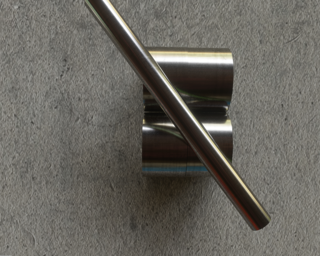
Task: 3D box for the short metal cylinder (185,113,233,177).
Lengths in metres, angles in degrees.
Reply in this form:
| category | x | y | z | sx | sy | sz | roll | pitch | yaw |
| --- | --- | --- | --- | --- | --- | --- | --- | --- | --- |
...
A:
| category | x | y | z | sx | sy | sz | roll | pitch | yaw |
| --- | --- | --- | --- | --- | --- | --- | --- | --- | --- |
| short metal cylinder | 0.056 | 0.021 | 0.384 | 0.050 | 0.080 | 0.079 | 1 | 90 | 0 |

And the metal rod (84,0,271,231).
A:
| category | x | y | z | sx | sy | sz | roll | pitch | yaw |
| --- | --- | --- | --- | --- | --- | --- | --- | --- | --- |
| metal rod | 0.019 | -0.018 | 0.331 | 0.025 | 0.025 | 0.299 | -37 | 90 | 0 |

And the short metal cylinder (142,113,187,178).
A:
| category | x | y | z | sx | sy | sz | roll | pitch | yaw |
| --- | --- | --- | --- | --- | --- | --- | --- | --- | --- |
| short metal cylinder | 0.005 | 0.021 | 0.384 | 0.050 | 0.080 | 0.079 | 1 | 90 | 0 |

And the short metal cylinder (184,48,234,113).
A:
| category | x | y | z | sx | sy | sz | roll | pitch | yaw |
| --- | --- | --- | --- | --- | --- | --- | --- | --- | --- |
| short metal cylinder | 0.057 | -0.059 | 0.384 | 0.050 | 0.080 | 0.079 | 1 | 90 | 0 |

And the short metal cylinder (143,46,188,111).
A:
| category | x | y | z | sx | sy | sz | roll | pitch | yaw |
| --- | --- | --- | --- | --- | --- | --- | --- | --- | --- |
| short metal cylinder | 0.006 | -0.060 | 0.384 | 0.050 | 0.080 | 0.079 | 1 | 90 | 0 |
